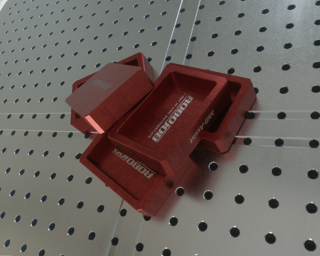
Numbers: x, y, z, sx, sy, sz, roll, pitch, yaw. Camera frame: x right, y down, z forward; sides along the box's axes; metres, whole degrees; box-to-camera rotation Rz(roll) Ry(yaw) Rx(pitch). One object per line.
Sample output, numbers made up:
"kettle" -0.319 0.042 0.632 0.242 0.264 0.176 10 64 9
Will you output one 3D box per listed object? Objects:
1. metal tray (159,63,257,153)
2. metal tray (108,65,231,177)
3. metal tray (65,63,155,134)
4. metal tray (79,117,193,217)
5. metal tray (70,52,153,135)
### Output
"metal tray" 0.044 -0.031 0.401 0.130 0.030 0.090 21 72 36
"metal tray" 0.013 -0.015 0.368 0.090 0.030 0.130 22 62 36
"metal tray" -0.073 -0.047 0.421 0.090 0.030 0.130 -43 28 -11
"metal tray" -0.034 0.040 0.399 0.130 0.030 0.090 30 78 37
"metal tray" -0.074 -0.053 0.477 0.130 0.030 0.090 -20 54 16
